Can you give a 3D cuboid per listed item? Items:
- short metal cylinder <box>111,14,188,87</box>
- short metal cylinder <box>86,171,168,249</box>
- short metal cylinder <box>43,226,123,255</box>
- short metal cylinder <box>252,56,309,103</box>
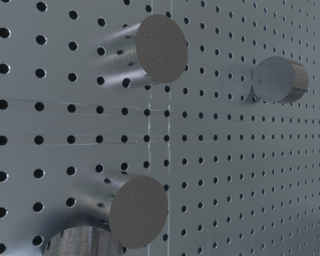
[{"bbox_3d":[-0.012,-0.093,0.382,0.081,0.050,0.079,0,90,-40],"label":"short metal cylinder"},{"bbox_3d":[-0.037,0.093,0.361,0.081,0.050,0.079,0,90,-40],"label":"short metal cylinder"},{"bbox_3d":[-0.076,0.144,0.303,0.081,0.050,0.079,-3,117,-6],"label":"short metal cylinder"},{"bbox_3d":[0.213,-0.084,0.551,0.050,0.080,0.079,0,90,-40],"label":"short metal cylinder"}]
